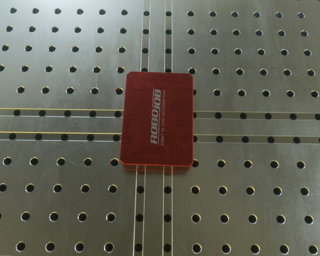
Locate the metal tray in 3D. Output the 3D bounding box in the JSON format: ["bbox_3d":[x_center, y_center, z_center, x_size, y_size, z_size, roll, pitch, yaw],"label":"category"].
[{"bbox_3d":[-0.002,-0.010,0.412,0.091,0.030,0.130,2,70,0],"label":"metal tray"}]
